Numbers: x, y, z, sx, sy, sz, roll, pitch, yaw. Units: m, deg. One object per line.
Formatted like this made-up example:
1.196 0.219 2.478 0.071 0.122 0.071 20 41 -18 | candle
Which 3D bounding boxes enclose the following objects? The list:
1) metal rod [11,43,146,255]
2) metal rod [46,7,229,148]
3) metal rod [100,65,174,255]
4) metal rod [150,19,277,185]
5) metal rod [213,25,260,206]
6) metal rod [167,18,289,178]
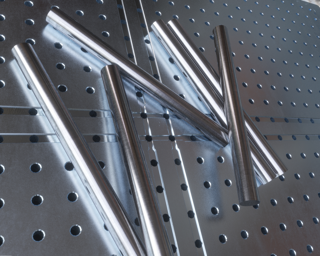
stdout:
-0.089 0.028 0.342 0.025 0.025 0.299 -23 74 -36 | metal rod
-0.025 -0.068 0.435 0.301 0.025 0.025 35 51 -5 | metal rod
-0.025 0.047 0.346 0.025 0.025 0.299 -1 57 -29 | metal rod
0.076 -0.047 0.476 0.025 0.025 0.299 -25 75 -37 | metal rod
0.106 -0.037 0.453 0.025 0.025 0.299 12 57 -22 | metal rod
0.100 -0.054 0.494 0.025 0.025 0.299 -24 75 -36 | metal rod
